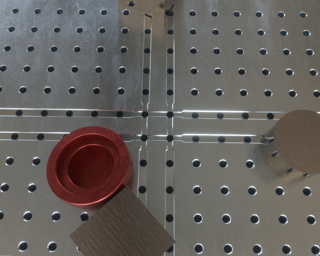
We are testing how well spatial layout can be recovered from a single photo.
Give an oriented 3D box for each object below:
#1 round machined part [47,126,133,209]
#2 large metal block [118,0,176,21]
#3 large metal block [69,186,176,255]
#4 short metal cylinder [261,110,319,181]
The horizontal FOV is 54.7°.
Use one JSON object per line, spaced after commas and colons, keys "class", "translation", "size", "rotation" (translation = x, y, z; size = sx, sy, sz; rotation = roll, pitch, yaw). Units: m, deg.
{"class": "round machined part", "translation": [-0.082, 0.050, 0.378], "size": [0.099, 0.042, 0.098], "rotation": [-3, 62, 6]}
{"class": "large metal block", "translation": [-0.013, -0.226, 0.481], "size": [0.080, 0.050, 0.080], "rotation": [23, 72, 8]}
{"class": "large metal block", "translation": [-0.040, 0.126, 0.352], "size": [0.080, 0.050, 0.080], "rotation": [-40, 75, -13]}
{"class": "short metal cylinder", "translation": [0.175, 0.023, 0.391], "size": [0.081, 0.050, 0.080], "rotation": [0, 70, 0]}
